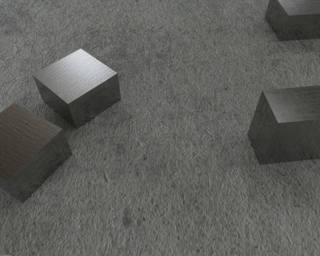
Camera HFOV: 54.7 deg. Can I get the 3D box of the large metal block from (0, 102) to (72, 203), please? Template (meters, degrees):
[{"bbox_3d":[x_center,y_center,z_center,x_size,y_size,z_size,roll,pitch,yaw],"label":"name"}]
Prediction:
[{"bbox_3d":[-0.166,0.027,0.363,0.080,0.050,0.080,26,55,20],"label":"large metal block"}]

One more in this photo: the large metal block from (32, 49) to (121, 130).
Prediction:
[{"bbox_3d":[-0.114,-0.057,0.434,0.080,0.050,0.080,36,59,26],"label":"large metal block"}]

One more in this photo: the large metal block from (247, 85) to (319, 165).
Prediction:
[{"bbox_3d":[0.160,-0.002,0.370,0.081,0.080,0.050,-5,50,-5],"label":"large metal block"}]

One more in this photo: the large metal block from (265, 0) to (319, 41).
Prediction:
[{"bbox_3d":[0.248,-0.204,0.560,0.081,0.050,0.080,-5,50,-5],"label":"large metal block"}]
